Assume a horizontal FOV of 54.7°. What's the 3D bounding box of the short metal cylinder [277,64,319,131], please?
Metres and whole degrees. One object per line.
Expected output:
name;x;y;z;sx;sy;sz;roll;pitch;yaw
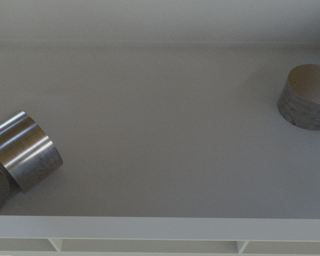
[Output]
short metal cylinder;0.210;-0.043;0.426;0.080;0.050;0.080;0;50;0

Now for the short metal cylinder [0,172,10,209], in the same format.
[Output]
short metal cylinder;-0.205;0.064;0.314;0.050;0.080;0.080;34;58;25

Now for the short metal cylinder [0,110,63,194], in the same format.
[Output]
short metal cylinder;-0.155;0.027;0.346;0.080;0.080;0.050;34;58;25
